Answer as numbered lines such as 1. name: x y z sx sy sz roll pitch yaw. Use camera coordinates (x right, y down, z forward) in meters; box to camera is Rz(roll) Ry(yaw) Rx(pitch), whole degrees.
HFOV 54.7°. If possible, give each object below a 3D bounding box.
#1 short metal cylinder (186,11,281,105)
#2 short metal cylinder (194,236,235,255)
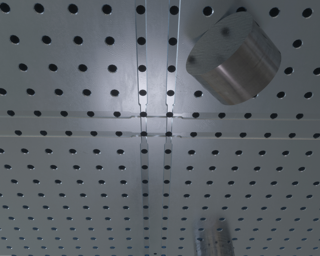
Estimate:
1. short metal cylinder: 0.073 -0.070 0.316 0.080 0.080 0.050 -36 121 26
2. short metal cylinder: 0.110 0.261 0.618 0.081 0.050 0.079 0 130 0
